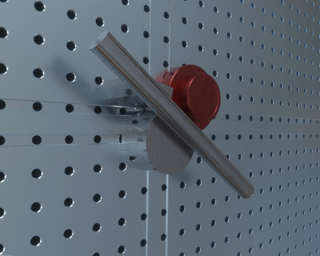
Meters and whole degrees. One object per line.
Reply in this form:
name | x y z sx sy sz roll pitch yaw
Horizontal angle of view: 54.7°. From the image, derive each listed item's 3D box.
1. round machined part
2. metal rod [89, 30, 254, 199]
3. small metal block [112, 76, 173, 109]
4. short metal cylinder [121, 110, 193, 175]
round machined part | 0.049 -0.042 0.441 0.099 0.042 0.097 -1 91 -40
metal rod | 0.034 0.004 0.374 0.300 0.025 0.025 44 64 -32
small metal block | -0.021 -0.042 0.377 0.050 0.050 0.025 18 79 -39
short metal cylinder | -0.001 0.016 0.394 0.081 0.050 0.079 0 90 -40
